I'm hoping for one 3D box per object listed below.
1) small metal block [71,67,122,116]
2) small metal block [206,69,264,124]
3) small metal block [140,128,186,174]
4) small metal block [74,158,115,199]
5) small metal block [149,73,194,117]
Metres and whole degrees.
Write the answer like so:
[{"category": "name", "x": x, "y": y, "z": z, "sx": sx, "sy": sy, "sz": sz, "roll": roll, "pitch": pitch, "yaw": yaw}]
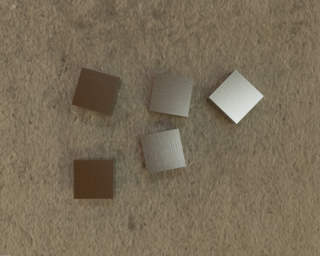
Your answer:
[{"category": "small metal block", "x": -0.082, "y": -0.047, "z": 0.409, "sx": 0.050, "sy": 0.025, "sz": 0.050, "roll": 16, "pitch": 90, "yaw": -1}, {"category": "small metal block", "x": 0.098, "y": -0.040, "z": 0.411, "sx": 0.050, "sy": 0.025, "sz": 0.050, "roll": 44, "pitch": 90, "yaw": -1}, {"category": "small metal block", "x": 0.004, "y": 0.030, "z": 0.410, "sx": 0.050, "sy": 0.025, "sz": 0.050, "roll": -11, "pitch": 90, "yaw": -1}, {"category": "small metal block", "x": -0.085, "y": 0.066, "z": 0.409, "sx": 0.050, "sy": 0.025, "sz": 0.050, "roll": 0, "pitch": 90, "yaw": -1}, {"category": "small metal block", "x": 0.015, "y": -0.043, "z": 0.410, "sx": 0.050, "sy": 0.025, "sz": 0.050, "roll": 9, "pitch": 90, "yaw": -1}]
